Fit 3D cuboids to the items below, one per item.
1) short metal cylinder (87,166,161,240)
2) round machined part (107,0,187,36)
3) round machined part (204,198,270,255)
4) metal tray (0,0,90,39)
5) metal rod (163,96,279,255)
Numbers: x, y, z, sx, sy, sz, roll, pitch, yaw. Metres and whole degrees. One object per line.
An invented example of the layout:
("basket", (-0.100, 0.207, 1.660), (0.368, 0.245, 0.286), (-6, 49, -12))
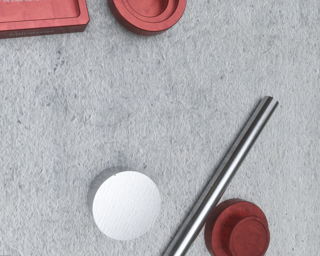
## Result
("short metal cylinder", (-0.045, 0.089, 0.380), (0.081, 0.050, 0.079), (0, 90, -21))
("round machined part", (-0.019, -0.165, 0.393), (0.099, 0.042, 0.097), (0, 90, -21))
("round machined part", (0.117, 0.155, 0.445), (0.099, 0.042, 0.097), (0, 90, -21))
("metal tray", (-0.154, -0.152, 0.349), (0.131, 0.030, 0.089), (-12, 94, -20))
("metal rod", (0.085, 0.078, 0.442), (0.025, 0.025, 0.300), (39, 77, -16))
